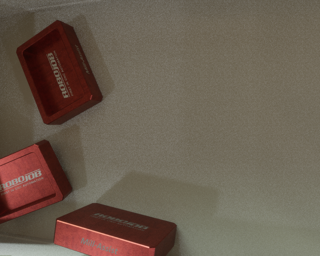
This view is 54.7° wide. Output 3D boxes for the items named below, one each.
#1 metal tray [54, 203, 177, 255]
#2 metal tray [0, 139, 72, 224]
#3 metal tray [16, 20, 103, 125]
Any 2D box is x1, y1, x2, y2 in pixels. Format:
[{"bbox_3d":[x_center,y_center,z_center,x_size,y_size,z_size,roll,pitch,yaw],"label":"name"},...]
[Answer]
[{"bbox_3d":[-0.054,0.134,0.394,0.130,0.090,0.030,9,93,19],"label":"metal tray"},{"bbox_3d":[-0.210,0.082,0.462,0.130,0.030,0.090,-22,97,11],"label":"metal tray"},{"bbox_3d":[-0.151,-0.080,0.460,0.090,0.030,0.130,-27,81,18],"label":"metal tray"}]
